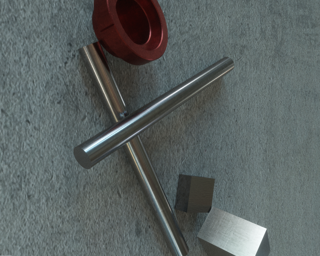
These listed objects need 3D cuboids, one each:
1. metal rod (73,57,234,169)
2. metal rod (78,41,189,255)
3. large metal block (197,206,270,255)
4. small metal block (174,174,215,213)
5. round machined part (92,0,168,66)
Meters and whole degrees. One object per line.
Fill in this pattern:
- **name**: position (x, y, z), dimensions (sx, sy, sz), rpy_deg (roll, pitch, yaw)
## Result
- **metal rod**: position (0.017, -0.037, 0.397), dimensions (0.302, 0.025, 0.025), rpy_deg (-36, 113, -42)
- **metal rod**: position (-0.025, 0.041, 0.385), dimensions (0.025, 0.025, 0.299), rpy_deg (-35, 112, -35)
- **large metal block**: position (0.109, 0.168, 0.449), dimensions (0.050, 0.080, 0.080), rpy_deg (-55, 142, -26)
- **small metal block**: position (0.051, 0.095, 0.450), dimensions (0.050, 0.025, 0.050), rpy_deg (14, 81, -40)
- **round machined part**: position (-0.038, -0.118, 0.353), dimensions (0.099, 0.042, 0.098), rpy_deg (20, 64, -48)
